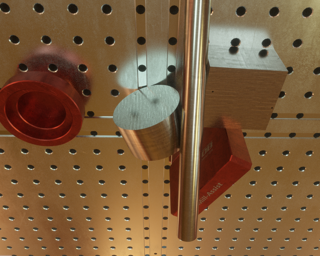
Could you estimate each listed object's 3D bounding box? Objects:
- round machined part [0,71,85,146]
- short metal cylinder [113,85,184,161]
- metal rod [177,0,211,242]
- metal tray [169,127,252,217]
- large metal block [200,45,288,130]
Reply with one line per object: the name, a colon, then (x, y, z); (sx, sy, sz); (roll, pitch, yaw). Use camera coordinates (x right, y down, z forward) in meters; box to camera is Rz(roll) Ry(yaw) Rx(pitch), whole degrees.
round machined part: (-0.141, -0.027, 0.376); (0.099, 0.042, 0.097); (0, 130, 0)
short metal cylinder: (-0.009, -0.007, 0.369); (0.080, 0.080, 0.050); (-14, 129, 11)
metal rod: (0.035, -0.008, 0.336); (0.025, 0.025, 0.298); (0, 109, -1)
metal tray: (0.060, 0.052, 0.413); (0.030, 0.090, 0.129); (24, 126, -19)
large metal block: (0.088, -0.045, 0.357); (0.081, 0.050, 0.079); (3, 130, -3)
